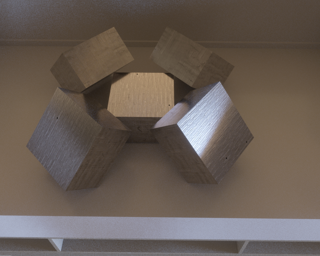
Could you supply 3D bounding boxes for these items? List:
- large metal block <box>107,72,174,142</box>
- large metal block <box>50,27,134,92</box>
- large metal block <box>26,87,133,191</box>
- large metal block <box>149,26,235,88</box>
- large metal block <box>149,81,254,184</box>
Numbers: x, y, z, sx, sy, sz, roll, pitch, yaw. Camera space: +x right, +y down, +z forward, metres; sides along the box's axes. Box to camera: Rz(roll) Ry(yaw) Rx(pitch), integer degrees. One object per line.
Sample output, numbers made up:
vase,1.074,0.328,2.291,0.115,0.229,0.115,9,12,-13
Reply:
large metal block,-0.023,-0.028,0.409,0.080,0.050,0.080,1,50,0
large metal block,-0.096,-0.087,0.429,0.080,0.080,0.050,-38,103,-28
large metal block,-0.092,0.012,0.349,0.080,0.050,0.080,39,104,27
large metal block,0.046,-0.092,0.438,0.080,0.050,0.080,39,17,28
large metal block,0.049,0.006,0.353,0.080,0.050,0.080,-44,108,-31
